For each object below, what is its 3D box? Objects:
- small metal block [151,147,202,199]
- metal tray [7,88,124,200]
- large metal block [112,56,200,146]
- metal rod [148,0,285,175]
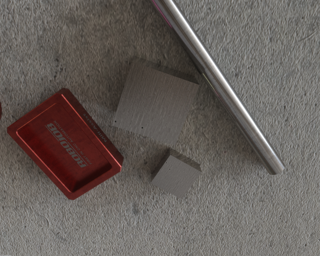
[{"bbox_3d":[0.022,0.063,0.433,0.050,0.025,0.050,30,107,-11],"label":"small metal block"},{"bbox_3d":[-0.122,0.024,0.414,0.090,0.030,0.130,-33,107,11],"label":"metal tray"},{"bbox_3d":[-0.006,-0.035,0.384,0.080,0.050,0.079,18,109,-7],"label":"large metal block"},{"bbox_3d":[0.073,-0.056,0.389,0.025,0.025,0.300,-35,107,12],"label":"metal rod"}]
